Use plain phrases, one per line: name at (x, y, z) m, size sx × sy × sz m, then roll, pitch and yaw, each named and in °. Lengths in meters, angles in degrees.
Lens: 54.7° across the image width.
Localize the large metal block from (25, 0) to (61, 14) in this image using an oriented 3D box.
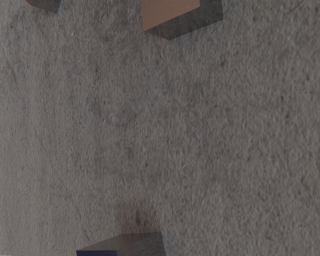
large metal block at (-0.215, -0.269, 0.563) m, size 0.080 × 0.050 × 0.080 m, roll 43°, pitch 116°, yaw 31°

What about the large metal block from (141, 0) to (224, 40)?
large metal block at (0.023, -0.160, 0.368) m, size 0.080 × 0.050 × 0.080 m, roll -10°, pitch 84°, yaw 39°

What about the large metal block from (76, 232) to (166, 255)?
large metal block at (-0.049, 0.175, 0.408) m, size 0.080 × 0.081 × 0.050 m, roll -19°, pitch 79°, yaw 38°
